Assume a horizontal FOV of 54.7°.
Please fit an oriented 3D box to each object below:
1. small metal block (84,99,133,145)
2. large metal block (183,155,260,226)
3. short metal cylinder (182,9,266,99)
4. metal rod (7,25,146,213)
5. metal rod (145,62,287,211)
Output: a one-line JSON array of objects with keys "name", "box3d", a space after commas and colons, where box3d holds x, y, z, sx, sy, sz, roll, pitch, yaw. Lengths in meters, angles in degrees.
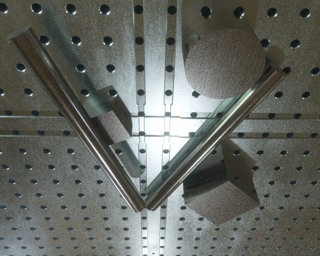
[{"name": "small metal block", "box3d": [-0.071, -0.005, 0.407, 0.050, 0.025, 0.050, -19, 128, 15]}, {"name": "large metal block", "box3d": [0.093, 0.099, 0.481, 0.080, 0.050, 0.080, -37, 122, 26]}, {"name": "short metal cylinder", "box3d": [0.065, -0.078, 0.330, 0.081, 0.050, 0.079, 0, 130, 0]}, {"name": "metal rod", "box3d": [-0.085, 0.014, 0.389, 0.025, 0.025, 0.299, -16, 129, 12]}, {"name": "metal rod", "box3d": [0.060, 0.031, 0.438, 0.025, 0.025, 0.298, 24, 126, -20]}]
